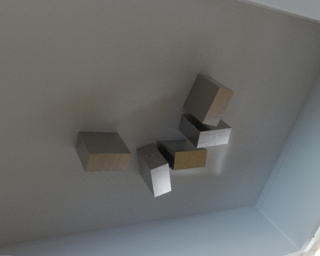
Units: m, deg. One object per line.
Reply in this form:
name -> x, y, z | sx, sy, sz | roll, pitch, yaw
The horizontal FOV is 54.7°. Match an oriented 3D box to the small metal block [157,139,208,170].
small metal block -> 0.029, 0.036, 0.429 | 0.050, 0.050, 0.025 | -2, 106, -28

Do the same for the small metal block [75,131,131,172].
small metal block -> -0.069, 0.028, 0.373 | 0.050, 0.050, 0.025 | 3, 117, -30

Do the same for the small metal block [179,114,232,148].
small metal block -> 0.062, 0.001, 0.429 | 0.050, 0.050, 0.025 | -6, 121, -26

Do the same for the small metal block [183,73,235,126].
small metal block -> 0.062, -0.037, 0.405 | 0.025, 0.050, 0.050 | 11, 113, -33

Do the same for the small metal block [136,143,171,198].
small metal block -> -0.009, 0.057, 0.425 | 0.025, 0.050, 0.050 | -19, 126, -18
